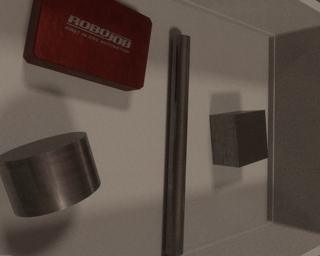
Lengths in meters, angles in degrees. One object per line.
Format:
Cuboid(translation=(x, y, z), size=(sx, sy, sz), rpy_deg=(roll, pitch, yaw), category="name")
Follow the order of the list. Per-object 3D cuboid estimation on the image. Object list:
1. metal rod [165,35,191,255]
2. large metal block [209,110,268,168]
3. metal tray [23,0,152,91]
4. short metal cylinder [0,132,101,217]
Cuboid(translation=(0.025, 0.022, 0.429), size=(0.025, 0.025, 0.298), rpy_deg=(3, 88, -40), category="metal rod")
Cuboid(translation=(0.128, 0.014, 0.501), size=(0.081, 0.050, 0.079), rpy_deg=(-9, 96, -40), category="large metal block")
Cuboid(translation=(-0.073, -0.100, 0.343), size=(0.131, 0.030, 0.090), rpy_deg=(12, 82, -40), category="metal tray")
Cuboid(translation=(-0.101, 0.039, 0.287), size=(0.081, 0.080, 0.050), rpy_deg=(-23, 105, -38), category="short metal cylinder")
